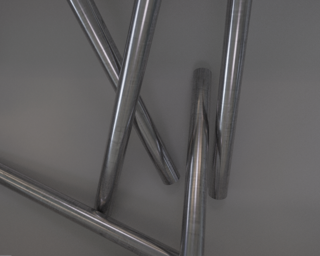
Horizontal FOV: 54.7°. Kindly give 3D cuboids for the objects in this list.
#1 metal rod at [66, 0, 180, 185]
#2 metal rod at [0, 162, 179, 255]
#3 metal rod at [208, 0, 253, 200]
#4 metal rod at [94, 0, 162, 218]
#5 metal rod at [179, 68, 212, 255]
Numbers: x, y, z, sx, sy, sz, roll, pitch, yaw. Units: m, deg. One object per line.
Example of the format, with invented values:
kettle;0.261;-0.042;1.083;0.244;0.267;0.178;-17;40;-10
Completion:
metal rod;-0.045;-0.055;0.354;0.025;0.025;0.299;-26;113;0
metal rod;-0.099;0.108;0.389;0.301;0.025;0.025;24;90;8
metal rod;0.080;-0.047;0.352;0.025;0.025;0.298;1;114;0
metal rod;-0.041;-0.015;0.345;0.025;0.025;0.298;16;117;0
metal rod;0.041;0.061;0.349;0.025;0.025;0.299;7;64;0
